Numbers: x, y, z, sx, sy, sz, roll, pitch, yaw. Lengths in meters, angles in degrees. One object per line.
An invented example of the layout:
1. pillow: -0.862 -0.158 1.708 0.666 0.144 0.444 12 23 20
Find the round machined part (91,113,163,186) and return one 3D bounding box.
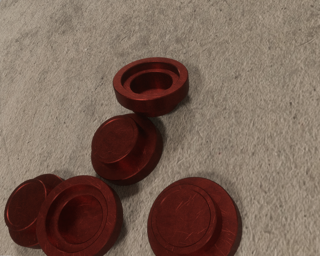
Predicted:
1. round machined part: -0.049 0.022 0.404 0.098 0.042 0.098 -13 56 20

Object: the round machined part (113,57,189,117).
1. round machined part: -0.010 -0.051 0.414 0.099 0.042 0.098 -4 42 4

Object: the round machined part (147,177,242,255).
1. round machined part: 0.030 0.096 0.317 0.098 0.042 0.098 -13 56 20

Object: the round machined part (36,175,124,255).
1. round machined part: -0.089 0.109 0.364 0.098 0.042 0.098 -7 61 12

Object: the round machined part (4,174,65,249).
1. round machined part: -0.165 0.106 0.412 0.098 0.042 0.098 -13 56 20
